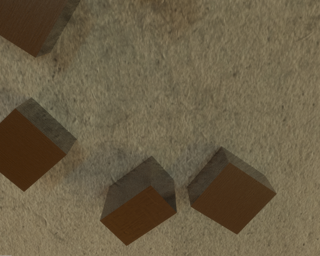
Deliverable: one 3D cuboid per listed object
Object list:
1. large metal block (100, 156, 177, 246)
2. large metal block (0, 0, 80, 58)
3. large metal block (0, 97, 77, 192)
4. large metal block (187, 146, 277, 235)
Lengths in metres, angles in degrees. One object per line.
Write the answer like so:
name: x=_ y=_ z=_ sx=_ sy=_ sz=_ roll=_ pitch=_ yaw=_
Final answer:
large metal block: x=-0.027 y=0.094 z=0.415 sx=0.080 sy=0.080 sz=0.050 roll=-37 pitch=106 yaw=12
large metal block: x=-0.147 y=-0.137 z=0.344 sx=0.080 sy=0.050 sz=0.080 roll=33 pitch=106 yaw=-12
large metal block: x=-0.171 y=0.021 z=0.402 sx=0.080 sy=0.050 sz=0.080 roll=-40 pitch=106 yaw=13
large metal block: x=0.096 y=0.086 z=0.430 sx=0.080 sy=0.050 sz=0.080 roll=34 pitch=106 yaw=-12
